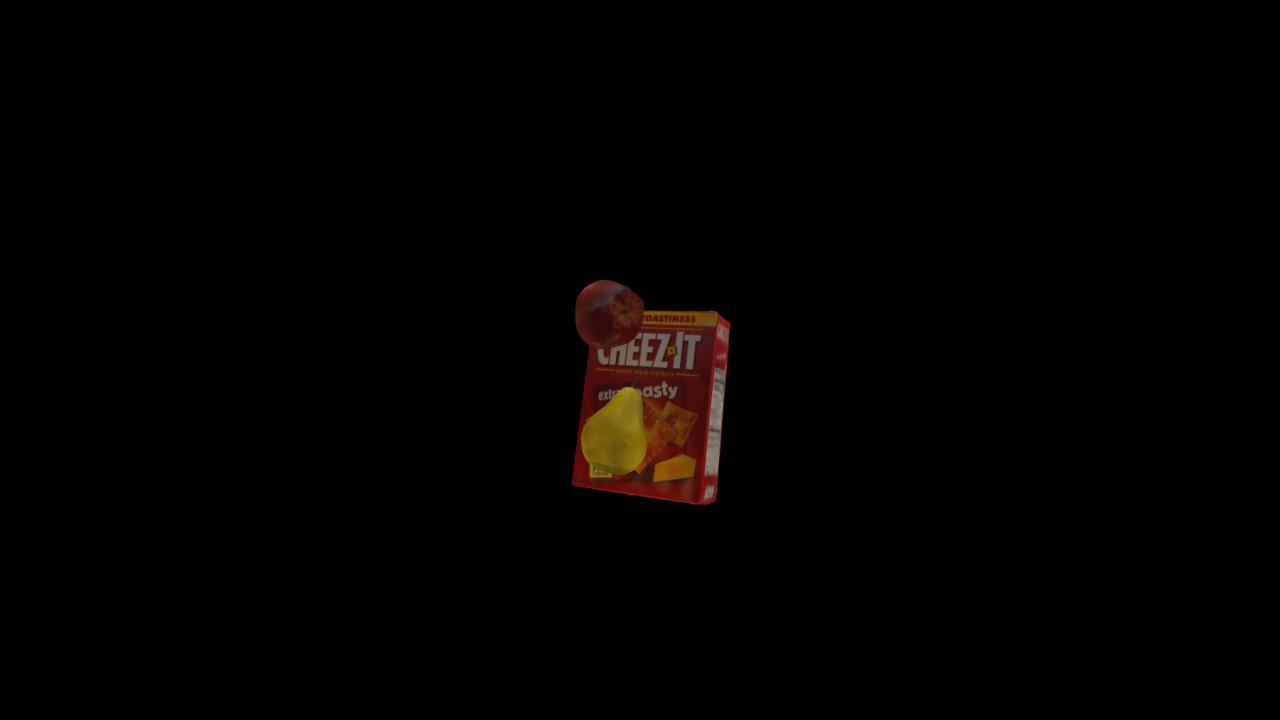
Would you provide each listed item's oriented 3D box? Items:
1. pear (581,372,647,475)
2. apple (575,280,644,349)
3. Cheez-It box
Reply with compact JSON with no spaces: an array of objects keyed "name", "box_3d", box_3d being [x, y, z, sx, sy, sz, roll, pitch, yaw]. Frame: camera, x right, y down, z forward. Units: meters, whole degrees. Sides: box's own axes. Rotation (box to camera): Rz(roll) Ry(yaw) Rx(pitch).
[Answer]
[{"name":"pear","box_3d":[-0.022,0.068,0.685,0.080,0.111,0.080,15,-24,7]},{"name":"apple","box_3d":[-0.035,-0.050,0.687,0.079,0.079,0.093,0,2,-30]},{"name":"Cheez-It box","box_3d":[0.016,0.052,0.748,0.166,0.223,0.071,4,-8,23]}]
